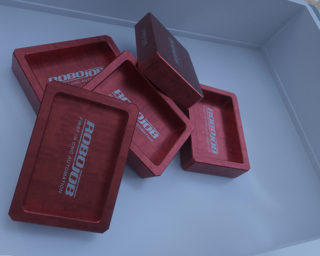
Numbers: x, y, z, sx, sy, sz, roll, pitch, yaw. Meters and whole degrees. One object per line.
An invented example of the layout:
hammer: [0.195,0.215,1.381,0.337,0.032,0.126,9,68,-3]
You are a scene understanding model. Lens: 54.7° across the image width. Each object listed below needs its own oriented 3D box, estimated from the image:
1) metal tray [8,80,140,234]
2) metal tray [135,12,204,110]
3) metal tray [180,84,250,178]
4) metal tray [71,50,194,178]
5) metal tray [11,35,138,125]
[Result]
metal tray: [-0.081,0.029,0.303,0.091,0.030,0.129,16,84,-19]
metal tray: [0.010,-0.093,0.420,0.090,0.030,0.130,38,27,-32]
metal tray: [0.073,0.001,0.441,0.091,0.030,0.130,12,57,-22]
metal tray: [-0.028,-0.015,0.368,0.130,0.030,0.090,48,56,-14]
metal tray: [-0.101,-0.065,0.386,0.131,0.030,0.090,-23,74,-36]
